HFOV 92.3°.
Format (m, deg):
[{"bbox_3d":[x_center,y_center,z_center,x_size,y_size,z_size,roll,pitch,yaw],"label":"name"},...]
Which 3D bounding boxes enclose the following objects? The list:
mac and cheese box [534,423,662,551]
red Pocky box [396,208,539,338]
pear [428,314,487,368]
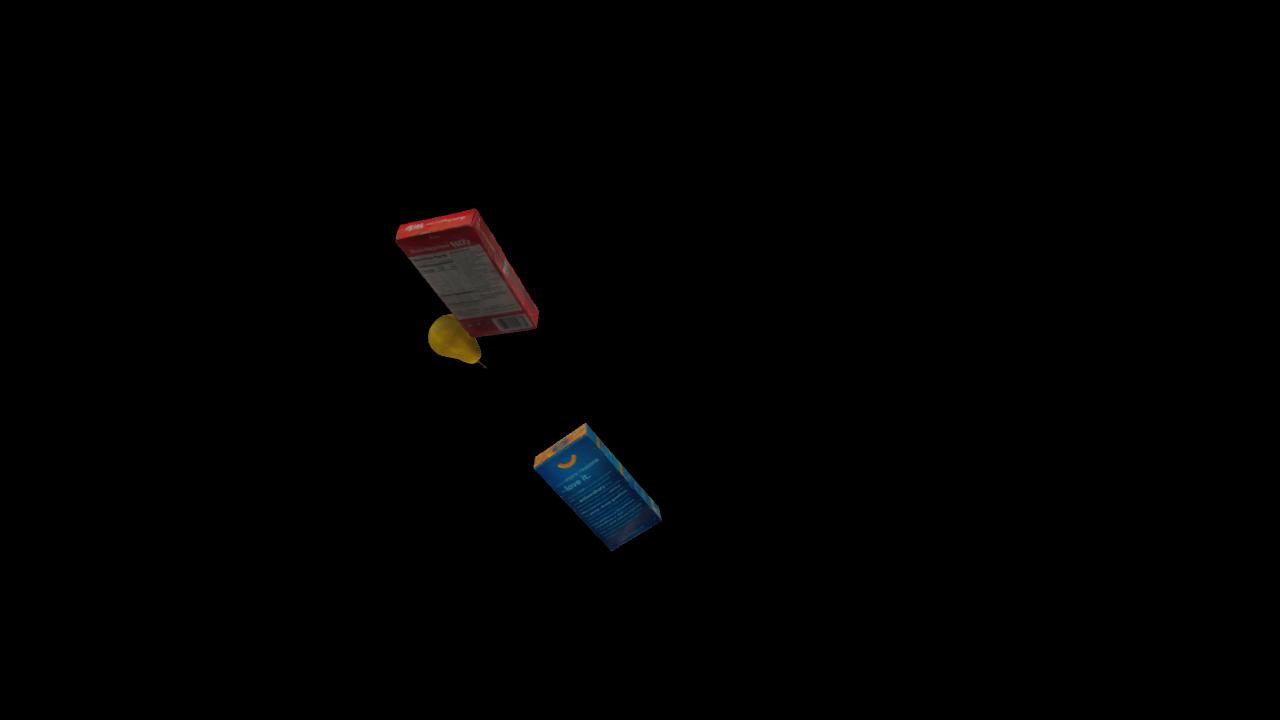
[{"bbox_3d":[-0.058,0.185,0.880,0.093,0.184,0.041,-33,22,9],"label":"mac and cheese box"},{"bbox_3d":[-0.169,-0.082,0.626,0.083,0.028,0.155,-7,-37,14],"label":"red Pocky box"},{"bbox_3d":[-0.307,-0.026,1.055,0.111,0.080,0.080,39,2,3],"label":"pear"}]
